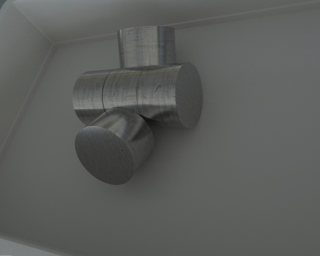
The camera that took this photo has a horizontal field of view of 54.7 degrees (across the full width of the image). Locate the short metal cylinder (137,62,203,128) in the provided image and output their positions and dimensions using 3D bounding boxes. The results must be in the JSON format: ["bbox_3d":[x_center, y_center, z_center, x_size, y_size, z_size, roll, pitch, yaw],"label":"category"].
[{"bbox_3d":[0.015,-0.040,0.385,0.050,0.080,0.080,1,62,29],"label":"short metal cylinder"}]

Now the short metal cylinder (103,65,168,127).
[{"bbox_3d":[-0.030,-0.041,0.409,0.050,0.080,0.080,1,62,29],"label":"short metal cylinder"}]

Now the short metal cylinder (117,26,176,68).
[{"bbox_3d":[-0.018,-0.111,0.437,0.080,0.080,0.050,2,101,29],"label":"short metal cylinder"}]

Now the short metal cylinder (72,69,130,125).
[{"bbox_3d":[-0.074,-0.041,0.433,0.050,0.080,0.080,1,62,29],"label":"short metal cylinder"}]

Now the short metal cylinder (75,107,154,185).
[{"bbox_3d":[-0.054,0.021,0.374,0.080,0.080,0.050,0,28,28],"label":"short metal cylinder"}]
